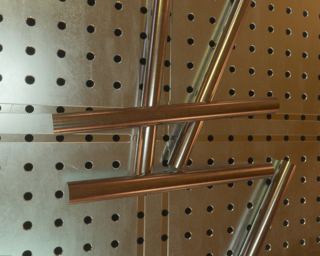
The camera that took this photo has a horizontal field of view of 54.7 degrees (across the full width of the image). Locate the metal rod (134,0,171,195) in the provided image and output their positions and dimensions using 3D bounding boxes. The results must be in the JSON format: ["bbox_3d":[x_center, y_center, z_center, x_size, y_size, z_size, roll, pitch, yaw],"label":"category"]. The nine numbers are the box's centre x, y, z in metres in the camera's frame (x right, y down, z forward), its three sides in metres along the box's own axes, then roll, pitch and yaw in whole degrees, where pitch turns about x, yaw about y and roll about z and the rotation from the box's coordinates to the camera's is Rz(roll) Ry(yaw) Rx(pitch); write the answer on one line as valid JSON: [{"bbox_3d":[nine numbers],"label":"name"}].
[{"bbox_3d":[-0.009,-0.063,0.410,0.025,0.025,0.298,7,88,-20],"label":"metal rod"}]

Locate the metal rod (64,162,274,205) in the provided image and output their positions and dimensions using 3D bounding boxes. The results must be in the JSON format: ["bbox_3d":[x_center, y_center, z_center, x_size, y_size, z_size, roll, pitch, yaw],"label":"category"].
[{"bbox_3d":[0.033,0.068,0.405,0.303,0.025,0.025,-1,91,-28],"label":"metal rod"}]

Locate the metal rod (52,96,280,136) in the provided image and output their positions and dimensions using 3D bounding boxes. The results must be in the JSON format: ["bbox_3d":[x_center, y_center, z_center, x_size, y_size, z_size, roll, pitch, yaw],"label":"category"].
[{"bbox_3d":[0.023,-0.018,0.394,0.303,0.025,0.025,-6,92,-20],"label":"metal rod"}]

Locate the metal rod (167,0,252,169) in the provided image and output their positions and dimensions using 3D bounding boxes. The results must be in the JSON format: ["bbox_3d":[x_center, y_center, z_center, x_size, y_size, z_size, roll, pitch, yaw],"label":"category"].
[{"bbox_3d":[0.078,-0.083,0.442,0.025,0.025,0.299,26,81,-19],"label":"metal rod"}]

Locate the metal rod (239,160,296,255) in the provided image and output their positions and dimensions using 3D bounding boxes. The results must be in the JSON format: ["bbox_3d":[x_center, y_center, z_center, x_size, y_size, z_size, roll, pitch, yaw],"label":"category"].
[{"bbox_3d":[0.135,0.187,0.464,0.025,0.025,0.299,31,80,-18],"label":"metal rod"}]
